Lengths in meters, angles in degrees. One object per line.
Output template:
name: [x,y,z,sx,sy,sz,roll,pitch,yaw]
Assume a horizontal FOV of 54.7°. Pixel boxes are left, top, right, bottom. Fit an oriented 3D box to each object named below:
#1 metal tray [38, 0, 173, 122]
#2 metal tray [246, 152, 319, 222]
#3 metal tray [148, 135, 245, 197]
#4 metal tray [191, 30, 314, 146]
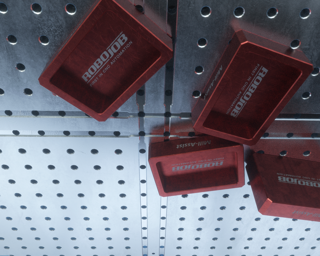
metal tray: [-0.061,-0.073,0.344,0.090,0.030,0.130,35,122,-27]
metal tray: [0.198,0.085,0.444,0.131,0.090,0.030,9,129,-8]
metal tray: [0.055,0.056,0.456,0.131,0.030,0.090,-9,130,7]
metal tray: [0.105,-0.041,0.374,0.091,0.030,0.129,15,128,-13]
